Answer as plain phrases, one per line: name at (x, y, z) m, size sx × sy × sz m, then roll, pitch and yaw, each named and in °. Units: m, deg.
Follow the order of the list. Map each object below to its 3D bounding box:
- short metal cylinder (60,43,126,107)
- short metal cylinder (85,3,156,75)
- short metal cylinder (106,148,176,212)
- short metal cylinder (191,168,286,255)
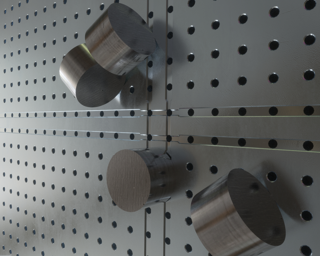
short metal cylinder at (-0.098, -0.077, 0.455) m, size 0.050 × 0.081 × 0.080 m, roll 47°, pitch 118°, yaw 30°
short metal cylinder at (-0.052, -0.118, 0.417) m, size 0.050 × 0.081 × 0.080 m, roll -32°, pitch 70°, yaw 35°
short metal cylinder at (-0.026, 0.067, 0.414) m, size 0.080 × 0.050 × 0.079 m, roll 0°, pitch 90°, yaw 40°
short metal cylinder at (0.077, 0.088, 0.310) m, size 0.050 × 0.081 × 0.080 m, roll -43°, pitch 64°, yaw 31°
